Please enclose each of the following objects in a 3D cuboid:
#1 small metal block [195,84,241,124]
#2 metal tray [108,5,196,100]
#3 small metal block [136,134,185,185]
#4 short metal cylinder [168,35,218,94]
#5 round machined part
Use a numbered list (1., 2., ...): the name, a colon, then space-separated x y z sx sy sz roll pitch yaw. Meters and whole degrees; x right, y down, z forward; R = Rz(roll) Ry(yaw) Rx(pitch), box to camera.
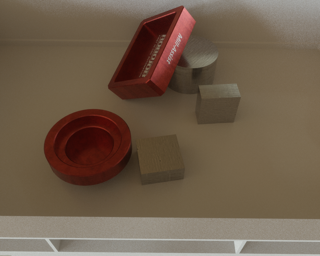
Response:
1. small metal block: 0.076 -0.032 0.416 0.050 0.050 0.025 -3 50 -3
2. metal tray: -0.012 -0.104 0.435 0.090 0.030 0.130 1 60 46
3. small metal block: -0.001 0.038 0.373 0.050 0.025 0.050 -7 51 -7
4. short metal cylinder: 0.045 -0.097 0.471 0.081 0.050 0.080 0 50 0
5. round machined part: -0.083 0.027 0.371 0.099 0.042 0.098 0 50 0
